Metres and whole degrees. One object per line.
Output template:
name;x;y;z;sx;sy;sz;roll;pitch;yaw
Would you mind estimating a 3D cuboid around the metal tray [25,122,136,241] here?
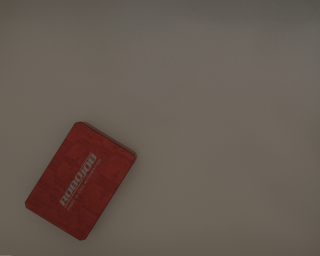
metal tray;-0.101;0.068;0.408;0.090;0.030;0.130;32;90;-1
